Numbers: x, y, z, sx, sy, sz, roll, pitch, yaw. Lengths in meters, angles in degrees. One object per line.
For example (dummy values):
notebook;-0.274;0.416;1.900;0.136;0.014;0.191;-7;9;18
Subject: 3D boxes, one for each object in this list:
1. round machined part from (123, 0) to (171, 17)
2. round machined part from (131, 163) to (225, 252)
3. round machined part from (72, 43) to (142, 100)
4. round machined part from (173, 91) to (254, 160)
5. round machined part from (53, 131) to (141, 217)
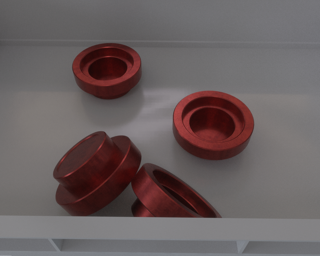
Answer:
round machined part;-0.027;-0.268;0.621;0.099;0.042;0.098;0;50;0
round machined part;0.011;0.080;0.303;0.098;0.098;0.042;39;96;28
round machined part;-0.076;-0.080;0.461;0.099;0.042;0.098;0;50;0
round machined part;0.065;0.001;0.393;0.099;0.042;0.098;0;50;0
round machined part;-0.071;0.041;0.326;0.098;0.042;0.098;-30;25;16
